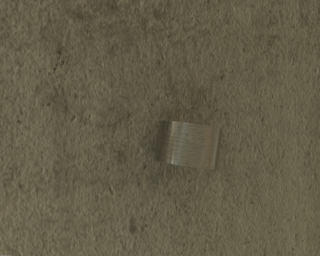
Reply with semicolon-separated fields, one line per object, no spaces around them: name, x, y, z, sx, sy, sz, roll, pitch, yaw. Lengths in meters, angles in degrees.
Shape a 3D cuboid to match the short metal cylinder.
short metal cylinder;0.036;0.021;0.394;0.081;0.080;0.050;9;87;-20
